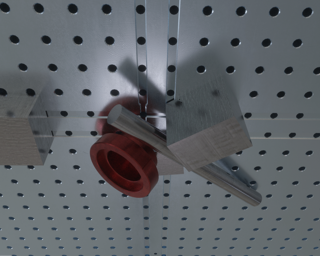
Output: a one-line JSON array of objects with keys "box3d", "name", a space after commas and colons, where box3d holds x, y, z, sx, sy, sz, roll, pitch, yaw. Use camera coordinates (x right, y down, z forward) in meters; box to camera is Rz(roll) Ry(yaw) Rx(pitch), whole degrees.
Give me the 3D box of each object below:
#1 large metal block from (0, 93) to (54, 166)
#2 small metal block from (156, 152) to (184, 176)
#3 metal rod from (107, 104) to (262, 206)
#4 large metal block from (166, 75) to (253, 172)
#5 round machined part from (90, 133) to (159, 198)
[{"box3d": [-0.191, 0.002, 0.395, 0.081, 0.050, 0.079, 1, 130, -1], "name": "large metal block"}, {"box3d": [0.008, 0.042, 0.448, 0.050, 0.025, 0.050, -5, 130, 3], "name": "small metal block"}, {"box3d": [0.054, 0.051, 0.428, 0.025, 0.025, 0.301, -37, 130, 27], "name": "metal rod"}, {"box3d": [0.055, -0.006, 0.371, 0.080, 0.080, 0.050, -26, 126, 20], "name": "large metal block"}, {"box3d": [-0.043, 0.045, 0.420, 0.098, 0.042, 0.097, 22, 138, 22], "name": "round machined part"}]
